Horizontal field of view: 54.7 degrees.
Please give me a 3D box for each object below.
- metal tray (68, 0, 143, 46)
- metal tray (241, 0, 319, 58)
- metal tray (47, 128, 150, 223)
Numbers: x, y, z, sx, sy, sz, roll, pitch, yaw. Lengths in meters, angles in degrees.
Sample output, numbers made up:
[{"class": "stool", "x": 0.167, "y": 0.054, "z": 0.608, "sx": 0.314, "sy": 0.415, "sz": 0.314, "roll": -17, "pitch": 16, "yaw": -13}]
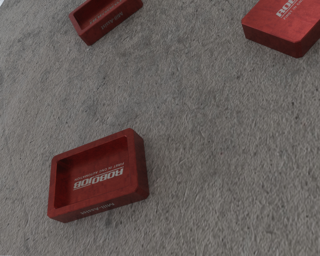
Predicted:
[{"class": "metal tray", "x": -0.106, "y": -0.226, "z": 0.595, "sx": 0.130, "sy": 0.030, "sz": 0.090, "roll": -36, "pitch": 51, "yaw": 4}, {"class": "metal tray", "x": 0.183, "y": -0.160, "z": 0.403, "sx": 0.130, "sy": 0.030, "sz": 0.090, "roll": -47, "pitch": 51, "yaw": -5}, {"class": "metal tray", "x": -0.082, "y": 0.062, "z": 0.405, "sx": 0.130, "sy": 0.030, "sz": 0.090, "roll": -20, "pitch": 54, "yaw": 16}]
